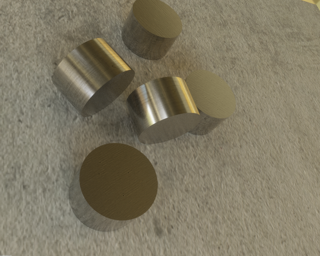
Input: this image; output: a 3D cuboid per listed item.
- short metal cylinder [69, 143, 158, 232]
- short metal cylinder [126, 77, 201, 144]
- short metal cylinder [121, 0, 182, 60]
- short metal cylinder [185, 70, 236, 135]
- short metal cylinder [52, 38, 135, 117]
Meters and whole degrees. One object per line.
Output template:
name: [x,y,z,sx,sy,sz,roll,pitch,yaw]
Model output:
short metal cylinder: [-0.049,0.062,0.324,0.081,0.050,0.080,14,56,-21]
short metal cylinder: [0.004,-0.020,0.384,0.081,0.080,0.050,-7,66,-32]
short metal cylinder: [-0.013,-0.152,0.475,0.081,0.050,0.080,14,56,-21]
short metal cylinder: [0.060,-0.036,0.444,0.081,0.050,0.080,14,56,-21]
short metal cylinder: [-0.077,-0.058,0.364,0.050,0.080,0.080,48,51,5]
